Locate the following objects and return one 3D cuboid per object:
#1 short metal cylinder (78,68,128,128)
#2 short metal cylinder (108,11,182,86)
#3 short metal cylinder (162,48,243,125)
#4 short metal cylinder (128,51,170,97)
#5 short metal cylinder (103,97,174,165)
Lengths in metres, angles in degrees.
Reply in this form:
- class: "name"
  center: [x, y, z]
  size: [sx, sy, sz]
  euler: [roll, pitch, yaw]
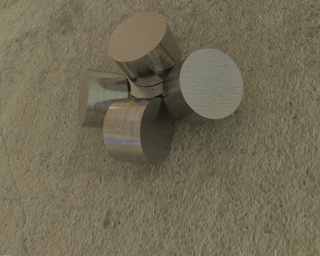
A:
- class: "short metal cylinder"
  center: [-0.081, -0.039, 0.428]
  size: [0.080, 0.050, 0.079]
  euler: [-174, 90, -67]
- class: "short metal cylinder"
  center: [-0.018, -0.100, 0.394]
  size: [0.080, 0.050, 0.080]
  euler: [-13, 56, 20]
- class: "short metal cylinder"
  center: [0.049, -0.046, 0.364]
  size: [0.080, 0.080, 0.050]
  euler: [-62, 16, -16]
- class: "short metal cylinder"
  center: [0.001, -0.060, 0.425]
  size: [0.080, 0.050, 0.080]
  euler: [-13, 56, 20]
- class: "short metal cylinder"
  center: [-0.024, 0.003, 0.378]
  size: [0.050, 0.080, 0.080]
  euler: [2, 63, 29]
